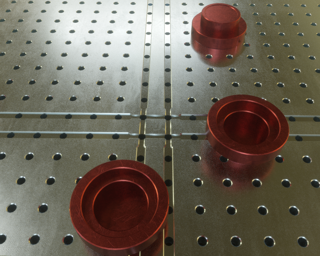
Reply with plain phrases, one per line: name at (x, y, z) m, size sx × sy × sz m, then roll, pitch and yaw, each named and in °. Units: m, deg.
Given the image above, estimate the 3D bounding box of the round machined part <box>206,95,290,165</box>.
round machined part at (0.107, 0.006, 0.393) m, size 0.099 × 0.042 × 0.098 m, roll 0°, pitch 50°, yaw 0°

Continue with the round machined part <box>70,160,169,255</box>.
round machined part at (-0.040, 0.085, 0.325) m, size 0.099 × 0.042 × 0.098 m, roll 0°, pitch 50°, yaw 0°

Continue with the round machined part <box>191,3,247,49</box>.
round machined part at (0.107, -0.188, 0.556) m, size 0.099 × 0.042 × 0.098 m, roll 0°, pitch 50°, yaw 0°
